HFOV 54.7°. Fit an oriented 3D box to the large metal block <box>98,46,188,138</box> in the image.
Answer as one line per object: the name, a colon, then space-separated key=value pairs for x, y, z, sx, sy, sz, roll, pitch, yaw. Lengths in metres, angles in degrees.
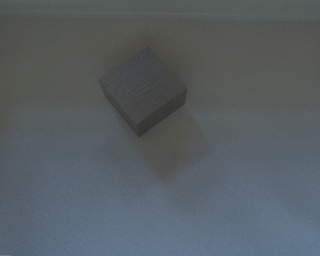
large metal block: x=-0.022 y=-0.048 z=0.414 sx=0.080 sy=0.050 sz=0.080 roll=-37 pitch=74 yaw=-13
